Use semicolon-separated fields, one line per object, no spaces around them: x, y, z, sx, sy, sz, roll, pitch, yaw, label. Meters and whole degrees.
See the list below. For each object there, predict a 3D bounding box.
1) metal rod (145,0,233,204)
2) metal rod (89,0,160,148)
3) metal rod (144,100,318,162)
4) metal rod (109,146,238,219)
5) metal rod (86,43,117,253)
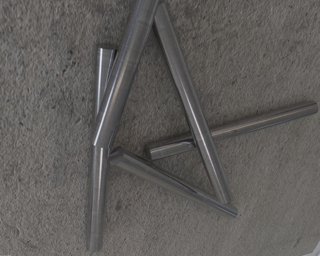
0.046;-0.011;0.399;0.025;0.025;0.299;-30;121;-9;metal rod
-0.015;-0.119;0.303;0.025;0.025;0.298;11;106;-33;metal rod
0.121;0.000;0.472;0.302;0.025;0.025;-14;124;-21;metal rod
0.040;0.095;0.475;0.025;0.025;0.301;-50;133;7;metal rod
-0.076;0.045;0.392;0.025;0.025;0.298;-5;121;-26;metal rod
